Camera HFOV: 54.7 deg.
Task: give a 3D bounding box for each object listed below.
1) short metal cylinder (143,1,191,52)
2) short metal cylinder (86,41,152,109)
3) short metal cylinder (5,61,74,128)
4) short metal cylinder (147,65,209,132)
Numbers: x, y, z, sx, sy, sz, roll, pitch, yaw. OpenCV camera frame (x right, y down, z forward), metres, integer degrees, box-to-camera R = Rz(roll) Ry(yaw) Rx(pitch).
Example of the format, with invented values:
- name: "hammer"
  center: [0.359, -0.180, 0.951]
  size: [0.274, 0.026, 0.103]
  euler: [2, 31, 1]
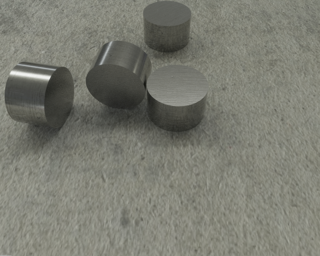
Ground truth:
- name: "short metal cylinder"
  center: [0.012, -0.176, 0.535]
  size: [0.081, 0.050, 0.080]
  euler: [0, 50, 0]
- name: "short metal cylinder"
  center: [-0.055, -0.072, 0.427]
  size: [0.080, 0.080, 0.050]
  euler: [7, 51, 5]
- name: "short metal cylinder"
  center: [-0.153, -0.043, 0.402]
  size: [0.050, 0.080, 0.080]
  euler: [9, 51, 7]
- name: "short metal cylinder"
  center: [0.023, -0.041, 0.422]
  size: [0.081, 0.050, 0.080]
  euler: [0, 50, 0]
